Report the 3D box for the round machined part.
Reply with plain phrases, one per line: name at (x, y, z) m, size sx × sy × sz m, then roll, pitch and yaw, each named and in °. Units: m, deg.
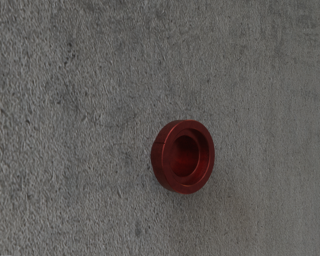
round machined part at (0.026, 0.037, 0.419) m, size 0.099 × 0.042 × 0.097 m, roll 0°, pitch 90°, yaw -40°
